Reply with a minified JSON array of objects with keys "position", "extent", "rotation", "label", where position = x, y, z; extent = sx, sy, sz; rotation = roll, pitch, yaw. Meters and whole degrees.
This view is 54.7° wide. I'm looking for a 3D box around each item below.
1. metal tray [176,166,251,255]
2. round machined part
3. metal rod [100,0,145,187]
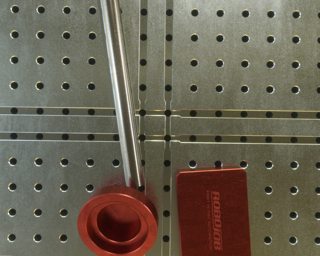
[{"position":[0.070,0.119,0.412],"extent":[0.091,0.030,0.129],"rotation":[-3,90,-1],"label":"metal tray"},{"position":[-0.050,0.116,0.395],"extent":[0.099,0.042,0.097],"rotation":[1,108,4],"label":"round machined part"},{"position":[-0.053,-0.071,0.412],"extent":[0.025,0.025,0.298],"rotation":[-8,90,0],"label":"metal rod"}]
